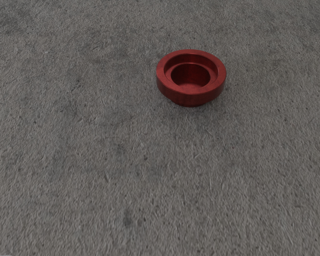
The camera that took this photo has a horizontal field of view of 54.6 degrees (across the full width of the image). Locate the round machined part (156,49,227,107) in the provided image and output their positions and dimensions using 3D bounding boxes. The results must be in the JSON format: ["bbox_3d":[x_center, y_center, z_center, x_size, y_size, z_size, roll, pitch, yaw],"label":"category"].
[{"bbox_3d":[0.044,-0.068,0.450,0.099,0.042,0.098,0,50,0],"label":"round machined part"}]
